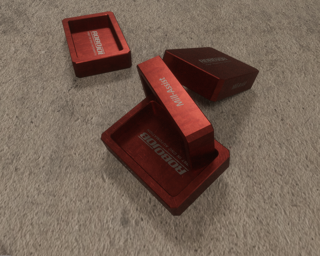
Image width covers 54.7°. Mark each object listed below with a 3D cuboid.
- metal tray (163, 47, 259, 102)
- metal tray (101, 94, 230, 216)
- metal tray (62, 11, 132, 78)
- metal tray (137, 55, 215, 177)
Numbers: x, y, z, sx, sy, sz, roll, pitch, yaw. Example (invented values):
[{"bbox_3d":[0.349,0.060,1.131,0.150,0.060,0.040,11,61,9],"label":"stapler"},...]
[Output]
[{"bbox_3d":[0.072,-0.080,0.433,0.090,0.030,0.131,34,31,25],"label":"metal tray"},{"bbox_3d":[0.005,0.026,0.366,0.090,0.030,0.130,-41,61,-16],"label":"metal tray"},{"bbox_3d":[-0.108,-0.144,0.519,0.091,0.030,0.130,-14,52,-12],"label":"metal tray"},{"bbox_3d":[0.019,-0.014,0.370,0.030,0.090,0.130,-26,54,-8],"label":"metal tray"}]
